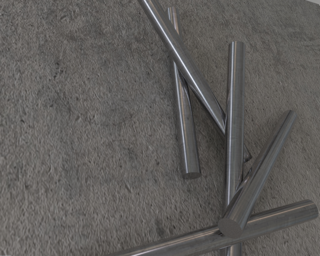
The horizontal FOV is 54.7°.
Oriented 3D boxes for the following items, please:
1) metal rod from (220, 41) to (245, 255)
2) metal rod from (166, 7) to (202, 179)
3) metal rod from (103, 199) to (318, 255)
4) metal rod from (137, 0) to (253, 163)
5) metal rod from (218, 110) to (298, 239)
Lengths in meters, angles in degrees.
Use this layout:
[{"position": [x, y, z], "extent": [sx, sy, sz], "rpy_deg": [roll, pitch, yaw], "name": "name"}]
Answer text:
[{"position": [0.098, 0.016, 0.408], "extent": [0.025, 0.025, 0.299], "rpy_deg": [15, 67, -20], "name": "metal rod"}, {"position": [0.030, -0.070, 0.462], "extent": [0.025, 0.025, 0.299], "rpy_deg": [10, 57, -23], "name": "metal rod"}, {"position": [0.044, 0.119, 0.325], "extent": [0.303, 0.025, 0.025], "rpy_deg": [-8, 65, -21], "name": "metal rod"}, {"position": [0.043, -0.081, 0.442], "extent": [0.025, 0.025, 0.299], "rpy_deg": [-31, 89, -38], "name": "metal rod"}, {"position": [0.148, 0.040, 0.423], "extent": [0.025, 0.025, 0.302], "rpy_deg": [47, 41, 5], "name": "metal rod"}]
